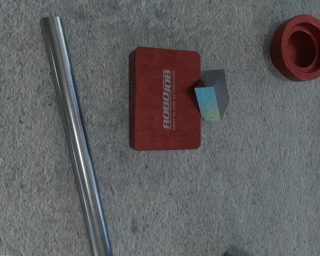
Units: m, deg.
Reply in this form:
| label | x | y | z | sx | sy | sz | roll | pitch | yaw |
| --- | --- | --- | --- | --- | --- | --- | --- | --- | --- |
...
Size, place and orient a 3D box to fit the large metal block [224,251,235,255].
| label | x | y | z | sx | sy | sz | roll | pitch | yaw |
| --- | --- | --- | --- | --- | --- | --- | --- | --- | --- |
| large metal block | 0.114 | 0.230 | 0.423 | 0.050 | 0.080 | 0.080 | 30 | 80 | -18 |

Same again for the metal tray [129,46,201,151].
| label | x | y | z | sx | sy | sz | roll | pitch | yaw |
| --- | --- | --- | --- | --- | --- | --- | --- | --- | --- |
| metal tray | 0.007 | -0.036 | 0.409 | 0.091 | 0.030 | 0.129 | 0 | 90 | -20 |

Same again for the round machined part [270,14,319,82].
| label | x | y | z | sx | sy | sz | roll | pitch | yaw |
| --- | --- | --- | --- | --- | --- | --- | --- | --- | --- |
| round machined part | 0.211 | -0.120 | 0.478 | 0.099 | 0.042 | 0.097 | 0 | 90 | -20 |

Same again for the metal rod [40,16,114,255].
| label | x | y | z | sx | sy | sz | roll | pitch | yaw |
| --- | --- | --- | --- | --- | --- | --- | --- | --- | --- |
| metal rod | -0.098 | 0.020 | 0.372 | 0.025 | 0.025 | 0.298 | -13 | 95 | -20 |

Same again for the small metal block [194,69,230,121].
| label | x | y | z | sx | sy | sz | roll | pitch | yaw |
| --- | --- | --- | --- | --- | --- | --- | --- | --- | --- |
| small metal block | 0.071 | -0.044 | 0.414 | 0.050 | 0.025 | 0.050 | -56 | 136 | -46 |
